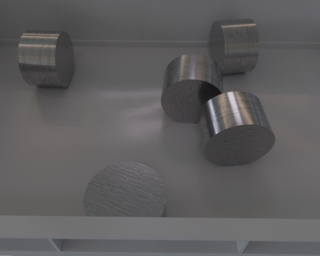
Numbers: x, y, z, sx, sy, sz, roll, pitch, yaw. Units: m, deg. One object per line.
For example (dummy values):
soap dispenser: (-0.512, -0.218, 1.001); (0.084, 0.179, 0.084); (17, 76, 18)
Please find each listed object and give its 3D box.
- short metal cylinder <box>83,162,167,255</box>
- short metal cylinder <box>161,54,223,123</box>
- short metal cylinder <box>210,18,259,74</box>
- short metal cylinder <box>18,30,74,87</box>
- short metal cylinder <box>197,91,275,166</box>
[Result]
short metal cylinder: (-0.033, 0.082, 0.320); (0.080, 0.050, 0.080); (0, 50, 0)
short metal cylinder: (0.044, -0.051, 0.412); (0.080, 0.080, 0.050); (4, 50, 3)
short metal cylinder: (0.111, -0.124, 0.474); (0.050, 0.080, 0.080); (-6, 50, -5)
short metal cylinder: (-0.163, -0.101, 0.453); (0.050, 0.080, 0.080); (3, 50, 2)
short metal cylinder: (0.088, 0.003, 0.368); (0.081, 0.080, 0.050); (-3, 50, -3)
